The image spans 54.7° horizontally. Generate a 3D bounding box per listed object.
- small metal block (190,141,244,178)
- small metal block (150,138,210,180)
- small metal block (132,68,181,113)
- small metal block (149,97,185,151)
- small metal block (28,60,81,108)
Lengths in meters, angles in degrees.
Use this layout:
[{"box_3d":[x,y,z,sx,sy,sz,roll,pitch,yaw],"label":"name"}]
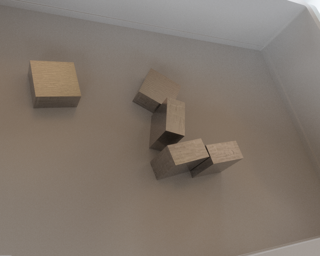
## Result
[{"box_3d":[0.071,0.041,0.404,0.050,0.050,0.025,-6,65,-31],"label":"small metal block"},{"box_3d":[0.023,0.039,0.380,0.050,0.050,0.025,-10,67,-33],"label":"small metal block"},{"box_3d":[-0.004,-0.049,0.435,0.050,0.025,0.050,29,52,-10],"label":"small metal block"},{"box_3d":[0.009,-0.003,0.398,0.025,0.050,0.050,16,55,-20],"label":"small metal block"},{"box_3d":[-0.126,-0.052,0.370,0.050,0.025,0.050,-4,64,-30],"label":"small metal block"}]
